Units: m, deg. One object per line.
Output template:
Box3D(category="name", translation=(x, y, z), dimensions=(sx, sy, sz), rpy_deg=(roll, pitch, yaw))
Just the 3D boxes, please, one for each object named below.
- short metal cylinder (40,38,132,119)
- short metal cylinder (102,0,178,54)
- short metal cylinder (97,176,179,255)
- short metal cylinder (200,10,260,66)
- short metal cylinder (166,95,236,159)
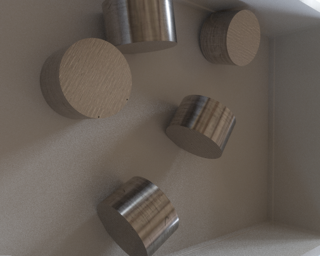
Box3D(category="short metal cylinder", translation=(-0.077, -0.049, 0.327), dimensions=(0.081, 0.050, 0.079), rpy_deg=(0, 90, -40))
Box3D(category="short metal cylinder", translation=(-0.023, -0.117, 0.353), dimensions=(0.081, 0.080, 0.050), rpy_deg=(-11, 98, -40))
Box3D(category="short metal cylinder", translation=(-0.026, 0.102, 0.351), dimensions=(0.050, 0.080, 0.080), rpy_deg=(-36, 113, -34))
Box3D(category="short metal cylinder", translation=(0.108, -0.137, 0.473), dimensions=(0.081, 0.050, 0.079), rpy_deg=(-13, 110, -37))
Box3D(category="short metal cylinder", translation=(0.055, 0.000, 0.420), dimensions=(0.080, 0.080, 0.050), rpy_deg=(43, 64, -32))
